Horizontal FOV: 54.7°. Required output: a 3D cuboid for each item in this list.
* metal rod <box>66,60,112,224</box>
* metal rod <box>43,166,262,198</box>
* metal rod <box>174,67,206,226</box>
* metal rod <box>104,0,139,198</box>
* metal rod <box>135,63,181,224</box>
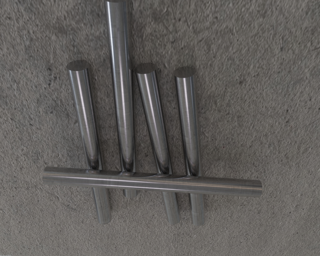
[{"bbox_3d":[-0.094,0.044,0.443,0.025,0.025,0.298,1,130,-1],"label":"metal rod"},{"bbox_3d":[-0.007,0.077,0.437,0.302,0.025,0.025,4,130,-4],"label":"metal rod"},{"bbox_3d":[0.048,0.049,0.448,0.025,0.025,0.298,-6,130,5],"label":"metal rod"},{"bbox_3d":[-0.044,-0.012,0.396,0.025,0.025,0.298,1,130,-1],"label":"metal rod"},{"bbox_3d":[0.004,0.045,0.445,0.025,0.025,0.298,-6,130,5],"label":"metal rod"}]
